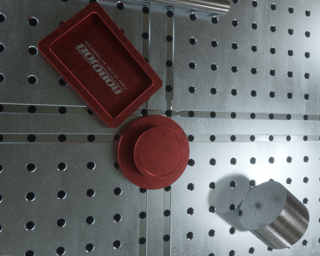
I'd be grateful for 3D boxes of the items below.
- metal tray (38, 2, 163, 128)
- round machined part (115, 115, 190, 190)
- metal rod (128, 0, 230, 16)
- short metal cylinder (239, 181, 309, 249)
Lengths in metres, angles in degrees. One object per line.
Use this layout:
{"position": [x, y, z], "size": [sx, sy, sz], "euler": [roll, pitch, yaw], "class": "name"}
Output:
{"position": [-0.071, -0.074, 0.383], "size": [0.090, 0.030, 0.130], "euler": [-44, 104, -15], "class": "metal tray"}
{"position": [-0.006, 0.032, 0.401], "size": [0.099, 0.042, 0.097], "euler": [0, 90, -20], "class": "round machined part"}
{"position": [-0.048, -0.178, 0.394], "size": [0.302, 0.025, 0.025], "euler": [1, 90, -20], "class": "metal rod"}
{"position": [0.161, 0.123, 0.443], "size": [0.050, 0.080, 0.080], "euler": [41, 77, -16], "class": "short metal cylinder"}
